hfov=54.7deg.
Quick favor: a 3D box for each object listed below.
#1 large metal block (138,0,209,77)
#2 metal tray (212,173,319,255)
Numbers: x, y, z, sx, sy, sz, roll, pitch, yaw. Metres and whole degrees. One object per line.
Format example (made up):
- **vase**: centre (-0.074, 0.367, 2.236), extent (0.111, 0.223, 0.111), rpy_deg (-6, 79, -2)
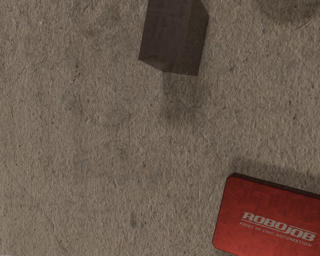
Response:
- **large metal block**: centre (0.020, -0.111, 0.372), extent (0.050, 0.080, 0.079), rpy_deg (12, 94, 19)
- **metal tray**: centre (0.135, 0.112, 0.359), extent (0.130, 0.030, 0.089), rpy_deg (13, 94, 19)
